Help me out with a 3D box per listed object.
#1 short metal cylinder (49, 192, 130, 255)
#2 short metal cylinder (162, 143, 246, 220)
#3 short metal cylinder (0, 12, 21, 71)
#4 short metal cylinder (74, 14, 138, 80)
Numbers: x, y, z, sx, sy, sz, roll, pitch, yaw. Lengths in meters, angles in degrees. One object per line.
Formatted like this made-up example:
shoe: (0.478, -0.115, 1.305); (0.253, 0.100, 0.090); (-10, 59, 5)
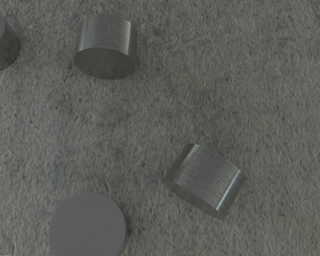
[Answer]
short metal cylinder: (-0.077, 0.117, 0.351); (0.081, 0.050, 0.080); (0, 70, 0)
short metal cylinder: (0.050, 0.061, 0.357); (0.080, 0.080, 0.050); (31, 73, 10)
short metal cylinder: (-0.248, -0.125, 0.437); (0.081, 0.050, 0.080); (0, 70, 0)
short metal cylinder: (-0.072, -0.107, 0.417); (0.081, 0.080, 0.050); (2, 70, 0)
